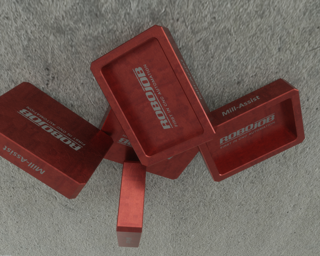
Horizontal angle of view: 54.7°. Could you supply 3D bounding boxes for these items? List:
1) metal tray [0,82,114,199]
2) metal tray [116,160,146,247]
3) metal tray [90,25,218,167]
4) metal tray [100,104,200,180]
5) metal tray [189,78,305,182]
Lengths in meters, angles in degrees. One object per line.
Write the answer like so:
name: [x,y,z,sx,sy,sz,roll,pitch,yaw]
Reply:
metal tray: [-0.128,0.010,0.353,0.130,0.090,0.030,35,123,-6]
metal tray: [-0.040,0.111,0.434,0.030,0.090,0.129,5,151,-4]
metal tray: [-0.006,-0.033,0.339,0.090,0.030,0.130,-25,97,19]
metal tray: [-0.016,0.016,0.419,0.131,0.030,0.089,20,127,-17]
metal tray: [0.111,0.006,0.390,0.130,0.030,0.090,-26,127,2]
